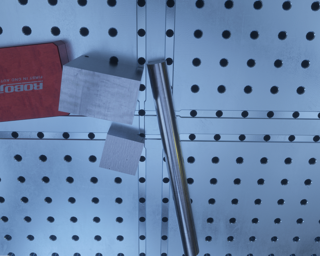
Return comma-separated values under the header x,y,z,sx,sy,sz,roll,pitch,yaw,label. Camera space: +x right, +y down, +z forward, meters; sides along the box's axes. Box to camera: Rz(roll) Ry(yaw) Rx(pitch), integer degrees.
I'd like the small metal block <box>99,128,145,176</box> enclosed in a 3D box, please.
x,y,z,sx,sy,sz,roll,pitch,yaw,label
-0.052,0.032,0.425,0.050,0.025,0.050,15,109,-6,small metal block

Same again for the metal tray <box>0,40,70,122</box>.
x,y,z,sx,sy,sz,roll,pitch,yaw,label
-0.179,-0.057,0.387,0.131,0.030,0.089,-6,110,1,metal tray

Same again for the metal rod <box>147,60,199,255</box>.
x,y,z,sx,sy,sz,roll,pitch,yaw,label
0.022,0.056,0.434,0.025,0.025,0.298,-10,110,3,metal rod

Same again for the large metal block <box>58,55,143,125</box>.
x,y,z,sx,sy,sz,roll,pitch,yaw,label
-0.065,-0.048,0.366,0.081,0.080,0.050,11,110,-5,large metal block
